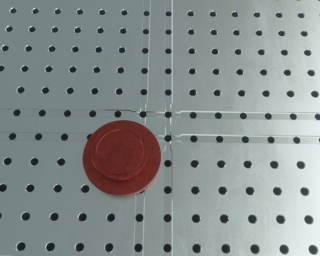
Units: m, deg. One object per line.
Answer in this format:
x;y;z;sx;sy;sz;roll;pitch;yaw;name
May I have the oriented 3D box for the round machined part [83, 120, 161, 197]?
-0.048;0.035;0.389;0.099;0.042;0.098;0;70;-1;round machined part
